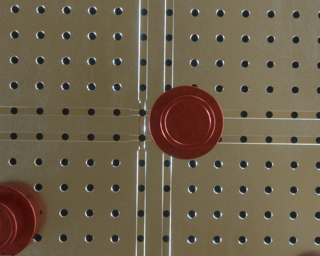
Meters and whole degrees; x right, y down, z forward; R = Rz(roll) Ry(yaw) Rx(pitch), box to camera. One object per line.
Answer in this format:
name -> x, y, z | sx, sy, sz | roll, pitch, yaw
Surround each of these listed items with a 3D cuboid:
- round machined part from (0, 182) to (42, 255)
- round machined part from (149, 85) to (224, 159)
round machined part -> -0.211, 0.123, 0.402 | 0.099, 0.042, 0.097 | 0, 90, -1
round machined part -> 0.035, -0.007, 0.405 | 0.099, 0.042, 0.097 | 0, 90, -1
